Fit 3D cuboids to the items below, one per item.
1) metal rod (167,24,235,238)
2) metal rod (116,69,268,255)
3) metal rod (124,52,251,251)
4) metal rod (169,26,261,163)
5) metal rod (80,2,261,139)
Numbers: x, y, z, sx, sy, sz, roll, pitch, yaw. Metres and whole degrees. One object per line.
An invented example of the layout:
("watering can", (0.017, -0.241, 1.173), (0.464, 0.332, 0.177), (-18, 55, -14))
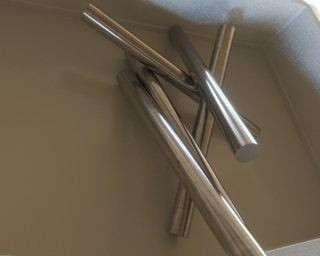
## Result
("metal rod", (0.059, -0.013, 0.403), (0.025, 0.025, 0.299), (23, 67, -15))
("metal rod", (0.012, 0.018, 0.321), (0.025, 0.025, 0.300), (-1, 37, -29))
("metal rod", (0.021, 0.002, 0.376), (0.025, 0.025, 0.299), (-7, 53, -32))
("metal rod", (0.055, -0.068, 0.406), (0.025, 0.025, 0.300), (12, 34, -22))
("metal rod", (0.028, -0.066, 0.428), (0.301, 0.025, 0.025), (32, 51, -21))
